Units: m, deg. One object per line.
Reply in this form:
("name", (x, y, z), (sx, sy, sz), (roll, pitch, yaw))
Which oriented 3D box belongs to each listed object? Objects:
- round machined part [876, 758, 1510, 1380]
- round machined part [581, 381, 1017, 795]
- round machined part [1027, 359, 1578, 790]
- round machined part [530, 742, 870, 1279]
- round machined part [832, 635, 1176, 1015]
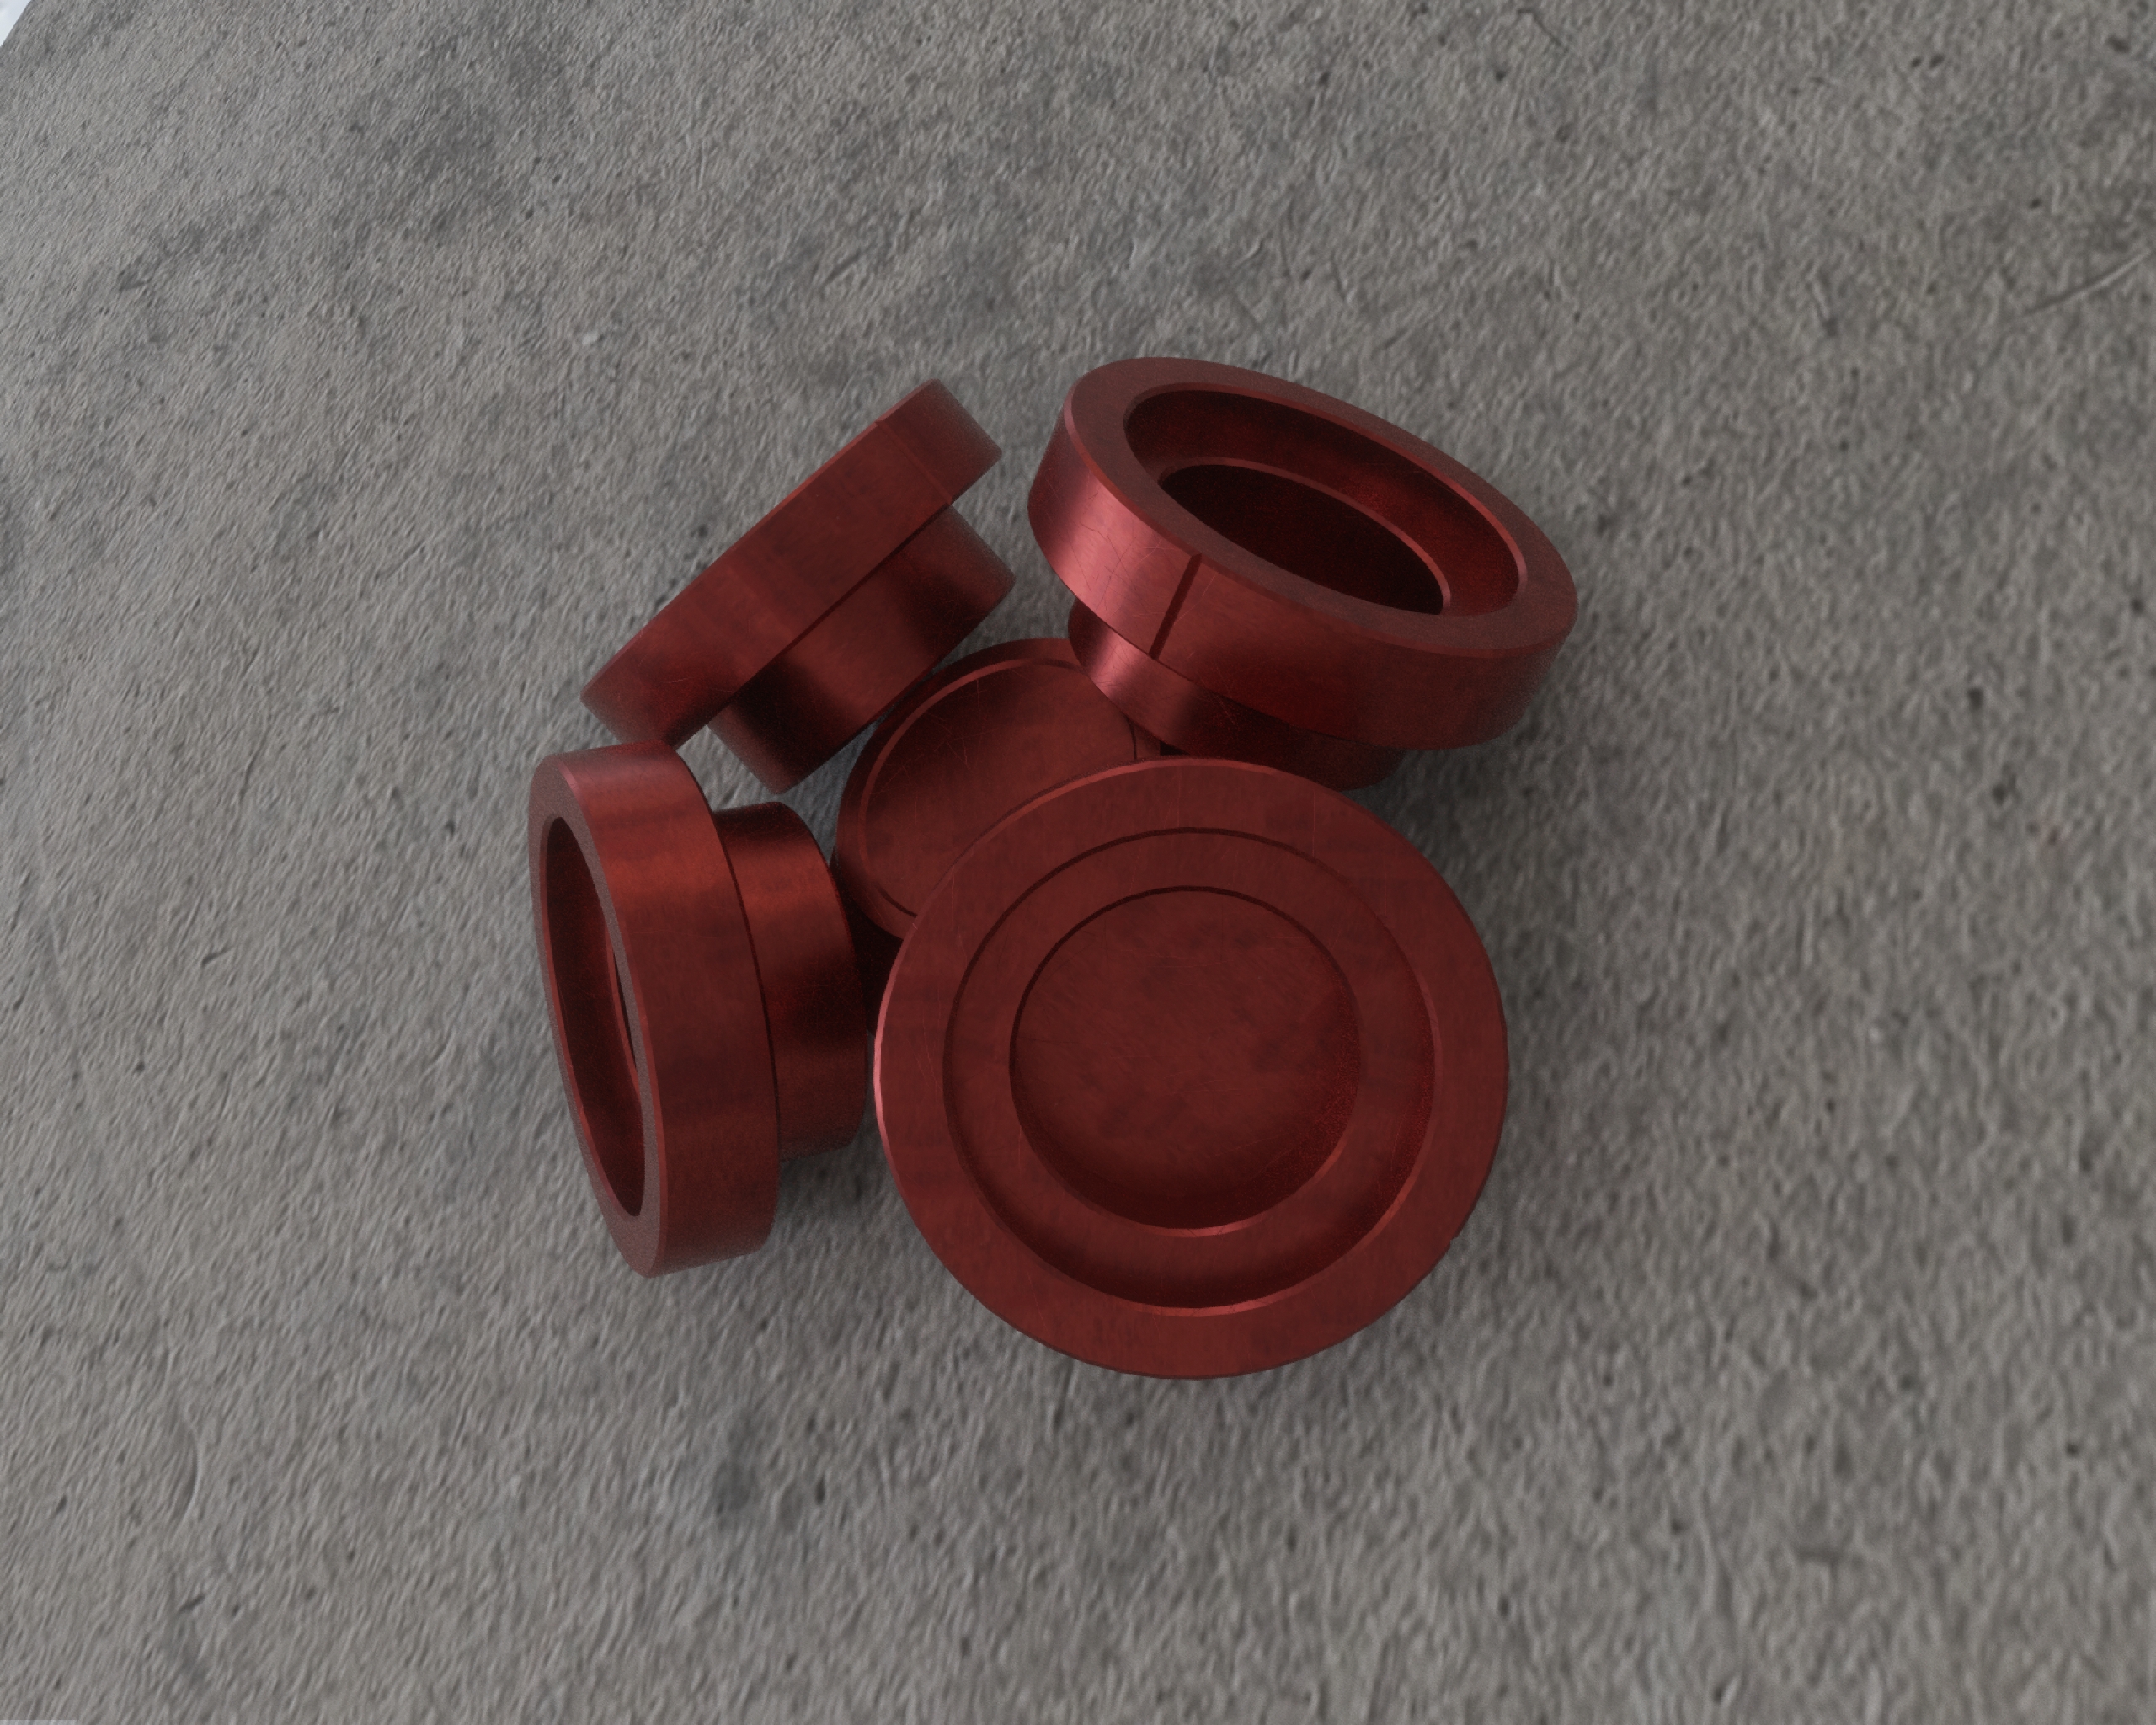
("round machined part", (0.018, 0.031, 0.343), (0.099, 0.042, 0.097), (0, 94, -1))
("round machined part", (-0.051, -0.051, 0.431), (0.098, 0.042, 0.098), (-40, 10, 9))
("round machined part", (0.037, -0.049, 0.381), (0.098, 0.099, 0.042), (56, 134, 39))
("round machined part", (-0.070, 0.025, 0.392), (0.042, 0.097, 0.098), (-11, 47, -23))
("round machined part", (-0.007, -0.004, 0.399), (0.098, 0.042, 0.098), (-13, 56, 21))
